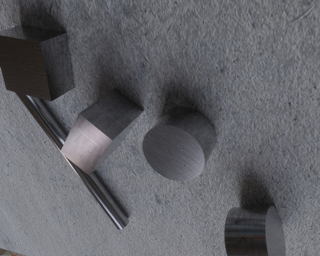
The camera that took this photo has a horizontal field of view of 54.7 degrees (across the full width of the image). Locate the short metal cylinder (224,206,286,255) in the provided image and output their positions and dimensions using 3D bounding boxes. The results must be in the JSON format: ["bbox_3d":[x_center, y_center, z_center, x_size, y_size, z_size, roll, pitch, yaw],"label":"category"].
[{"bbox_3d":[0.122,0.141,0.394,0.050,0.080,0.080,-12,112,33],"label":"short metal cylinder"}]

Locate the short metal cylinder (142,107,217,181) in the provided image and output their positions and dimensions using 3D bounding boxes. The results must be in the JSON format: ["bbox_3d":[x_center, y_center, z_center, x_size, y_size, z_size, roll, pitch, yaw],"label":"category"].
[{"bbox_3d":[0.025,0.020,0.390,0.080,0.050,0.079,13,124,21],"label":"short metal cylinder"}]

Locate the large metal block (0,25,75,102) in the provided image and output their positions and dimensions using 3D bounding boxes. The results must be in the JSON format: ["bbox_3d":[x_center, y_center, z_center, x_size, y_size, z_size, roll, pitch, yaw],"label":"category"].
[{"bbox_3d":[-0.170,-0.090,0.425,0.080,0.050,0.079,14,124,20],"label":"large metal block"}]

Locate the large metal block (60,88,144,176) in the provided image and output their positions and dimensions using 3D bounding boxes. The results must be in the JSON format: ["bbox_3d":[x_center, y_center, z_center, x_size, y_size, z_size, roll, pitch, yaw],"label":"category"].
[{"bbox_3d":[-0.077,0.004,0.414,0.050,0.080,0.080,39,129,2],"label":"large metal block"}]

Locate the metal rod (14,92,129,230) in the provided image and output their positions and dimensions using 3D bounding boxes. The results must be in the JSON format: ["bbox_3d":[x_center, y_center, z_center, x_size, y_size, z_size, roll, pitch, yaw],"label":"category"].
[{"bbox_3d":[-0.144,0.048,0.511,0.025,0.025,0.299,-23,106,36],"label":"metal rod"}]
